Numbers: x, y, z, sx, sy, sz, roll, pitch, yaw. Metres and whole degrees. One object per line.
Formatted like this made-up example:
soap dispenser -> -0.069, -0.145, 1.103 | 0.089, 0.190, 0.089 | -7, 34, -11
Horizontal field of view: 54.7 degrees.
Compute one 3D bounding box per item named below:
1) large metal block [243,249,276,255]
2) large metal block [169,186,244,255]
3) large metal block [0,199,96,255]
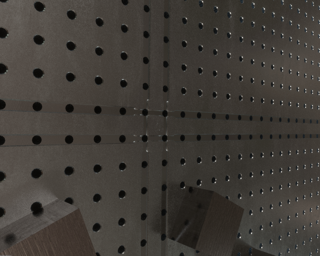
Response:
large metal block -> 0.166, 0.268, 0.536 | 0.081, 0.050, 0.079 | -1, 91, -40
large metal block -> 0.071, 0.140, 0.455 | 0.080, 0.050, 0.080 | 34, 69, -35
large metal block -> -0.112, 0.128, 0.300 | 0.081, 0.050, 0.080 | -26, 106, -37
